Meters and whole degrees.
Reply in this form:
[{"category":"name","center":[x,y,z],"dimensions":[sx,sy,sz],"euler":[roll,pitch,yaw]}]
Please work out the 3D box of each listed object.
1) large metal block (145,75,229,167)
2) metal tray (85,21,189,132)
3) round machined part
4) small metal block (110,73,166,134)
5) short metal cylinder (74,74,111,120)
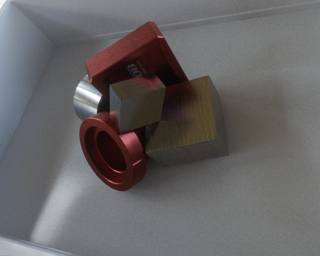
[{"category":"large metal block","center":[0.030,-0.006,0.365],"dimensions":[0.080,0.050,0.080],"euler":[-13,61,20]},{"category":"metal tray","center":[-0.015,-0.053,0.375],"dimensions":[0.090,0.130,0.030],"euler":[-31,53,8]},{"category":"round machined part","center":[-0.051,0.025,0.379],"dimensions":[0.098,0.097,0.042],"euler":[22,38,36]},{"category":"small metal block","center":[-0.025,-0.026,0.328],"dimensions":[0.050,0.050,0.025],"euler":[-20,55,-24]},{"category":"short metal cylinder","center":[-0.069,-0.035,0.424],"dimensions":[0.050,0.080,0.080],"euler":[25,75,36]}]
